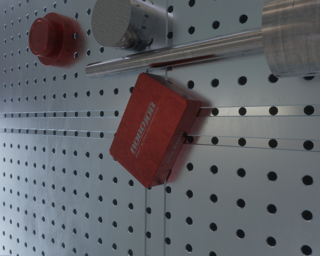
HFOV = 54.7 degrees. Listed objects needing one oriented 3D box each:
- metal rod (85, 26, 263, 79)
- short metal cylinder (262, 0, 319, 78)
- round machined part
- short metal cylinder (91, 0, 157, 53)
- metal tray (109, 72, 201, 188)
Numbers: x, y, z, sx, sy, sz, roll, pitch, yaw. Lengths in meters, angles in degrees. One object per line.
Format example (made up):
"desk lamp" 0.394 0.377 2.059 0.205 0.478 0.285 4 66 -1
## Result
"metal rod" 0.006 -0.092 0.404 0.300 0.025 0.025 0 90 40
"short metal cylinder" 0.128 -0.085 0.268 0.050 0.081 0.079 2 91 40
"round machined part" -0.204 -0.163 0.567 0.098 0.042 0.097 0 90 40
"short metal cylinder" -0.051 -0.150 0.435 0.080 0.050 0.080 0 90 40
"metal tray" -0.011 0.002 0.416 0.090 0.030 0.129 37 112 34
